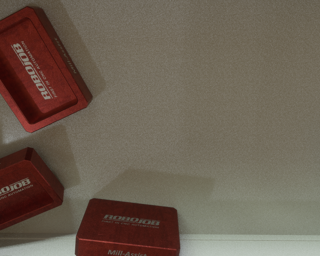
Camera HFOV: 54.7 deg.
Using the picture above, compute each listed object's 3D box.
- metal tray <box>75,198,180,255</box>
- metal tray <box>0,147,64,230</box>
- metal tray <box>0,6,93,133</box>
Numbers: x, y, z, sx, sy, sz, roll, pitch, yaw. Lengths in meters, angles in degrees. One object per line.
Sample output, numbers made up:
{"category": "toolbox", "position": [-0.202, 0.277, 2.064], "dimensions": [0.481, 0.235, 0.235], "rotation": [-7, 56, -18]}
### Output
{"category": "metal tray", "position": [-0.041, 0.141, 0.428], "dimensions": [0.131, 0.090, 0.030], "rotation": [8, 110, -3]}
{"category": "metal tray", "position": [-0.211, 0.089, 0.420], "dimensions": [0.131, 0.030, 0.090], "rotation": [-23, 123, 1]}
{"category": "metal tray", "position": [-0.155, -0.069, 0.381], "dimensions": [0.090, 0.030, 0.130], "rotation": [-24, 109, 8]}
